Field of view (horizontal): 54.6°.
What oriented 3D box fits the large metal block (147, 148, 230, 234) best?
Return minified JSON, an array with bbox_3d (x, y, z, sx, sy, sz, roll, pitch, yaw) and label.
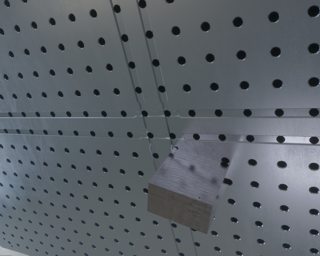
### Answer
[{"bbox_3d":[0.038,0.078,0.404,0.080,0.080,0.050,16,125,19],"label":"large metal block"}]
